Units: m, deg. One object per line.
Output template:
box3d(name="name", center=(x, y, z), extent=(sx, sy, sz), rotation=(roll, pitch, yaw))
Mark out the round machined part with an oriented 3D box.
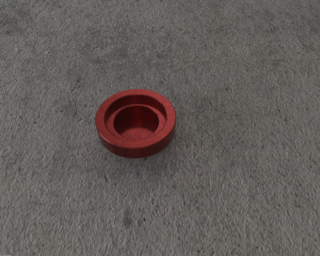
box3d(name="round machined part", center=(-0.029, -0.001, 0.393), extent=(0.099, 0.042, 0.098), rotation=(0, 50, 0))
